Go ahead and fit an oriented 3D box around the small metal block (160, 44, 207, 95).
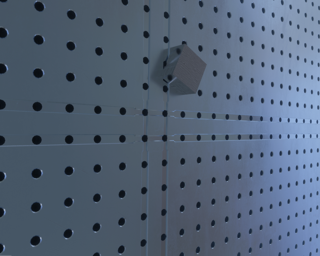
[{"bbox_3d":[0.035,-0.082,0.440,0.050,0.025,0.050,34,69,-35],"label":"small metal block"}]
